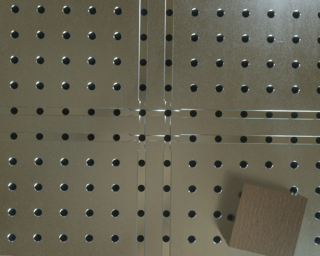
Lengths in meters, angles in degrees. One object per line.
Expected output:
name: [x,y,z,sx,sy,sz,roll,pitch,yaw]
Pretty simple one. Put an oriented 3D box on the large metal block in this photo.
large metal block: [0.132,0.115,0.403,0.080,0.050,0.080,14,90,-1]
